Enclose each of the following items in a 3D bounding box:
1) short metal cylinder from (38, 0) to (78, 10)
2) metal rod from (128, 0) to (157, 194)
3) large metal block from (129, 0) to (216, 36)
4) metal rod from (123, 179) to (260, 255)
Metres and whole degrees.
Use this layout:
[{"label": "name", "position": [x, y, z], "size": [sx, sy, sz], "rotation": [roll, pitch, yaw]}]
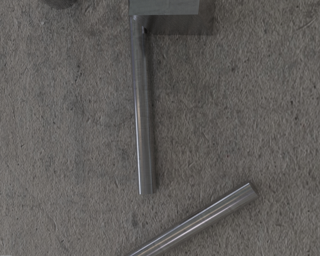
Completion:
[{"label": "short metal cylinder", "position": [-0.158, -0.222, 0.452], "size": [0.080, 0.050, 0.080], "rotation": [0, 90, 20]}, {"label": "metal rod", "position": [-0.025, -0.062, 0.417], "size": [0.025, 0.025, 0.298], "rotation": [-3, 89, 20]}, {"label": "large metal block", "position": [0.018, -0.148, 0.373], "size": [0.080, 0.080, 0.050], "rotation": [7, 92, 20]}, {"label": "metal rod", "position": [-0.004, 0.157, 0.410], "size": [0.300, 0.025, 0.025], "rotation": [-36, 79, 16]}]
